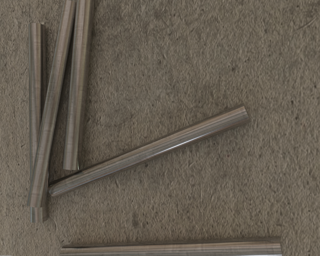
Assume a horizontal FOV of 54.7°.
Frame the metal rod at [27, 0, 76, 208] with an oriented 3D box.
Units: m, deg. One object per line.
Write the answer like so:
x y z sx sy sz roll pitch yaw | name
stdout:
-0.155 -0.035 0.452 0.025 0.025 0.298 9 89 20 | metal rod

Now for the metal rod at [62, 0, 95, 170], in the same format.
-0.114 -0.091 0.442 0.025 0.025 0.298 4 89 20 | metal rod

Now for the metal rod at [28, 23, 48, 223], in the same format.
-0.187 -0.008 0.474 0.025 0.025 0.298 -1 90 20 | metal rod

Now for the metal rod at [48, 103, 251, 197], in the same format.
-0.027 0.037 0.418 0.300 0.025 0.025 -23 83 18 | metal rod

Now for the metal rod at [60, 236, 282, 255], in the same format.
0.000 0.162 0.408 0.301 0.025 0.025 -10 87 19 | metal rod
